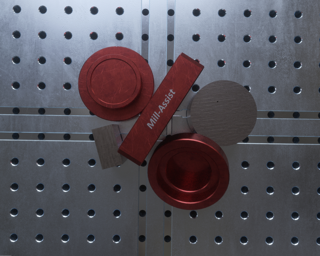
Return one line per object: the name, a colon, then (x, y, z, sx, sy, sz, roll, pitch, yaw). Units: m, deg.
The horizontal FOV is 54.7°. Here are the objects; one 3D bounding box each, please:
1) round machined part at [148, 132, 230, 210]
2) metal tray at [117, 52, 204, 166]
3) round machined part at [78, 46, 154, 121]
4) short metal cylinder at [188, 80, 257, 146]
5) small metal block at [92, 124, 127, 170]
round machined part: (0.037, 0.050, 0.390, 0.098, 0.042, 0.097, 4, 112, 9)
metal tray: (0.001, -0.021, 0.377, 0.030, 0.090, 0.130, 33, 90, 0)
round machined part: (-0.057, -0.057, 0.400, 0.099, 0.042, 0.097, 0, 90, 0)
short metal cylinder: (0.077, -0.018, 0.397, 0.081, 0.050, 0.079, 0, 90, 0)
small metal block: (-0.063, 0.023, 0.396, 0.025, 0.050, 0.050, -15, 90, 0)
